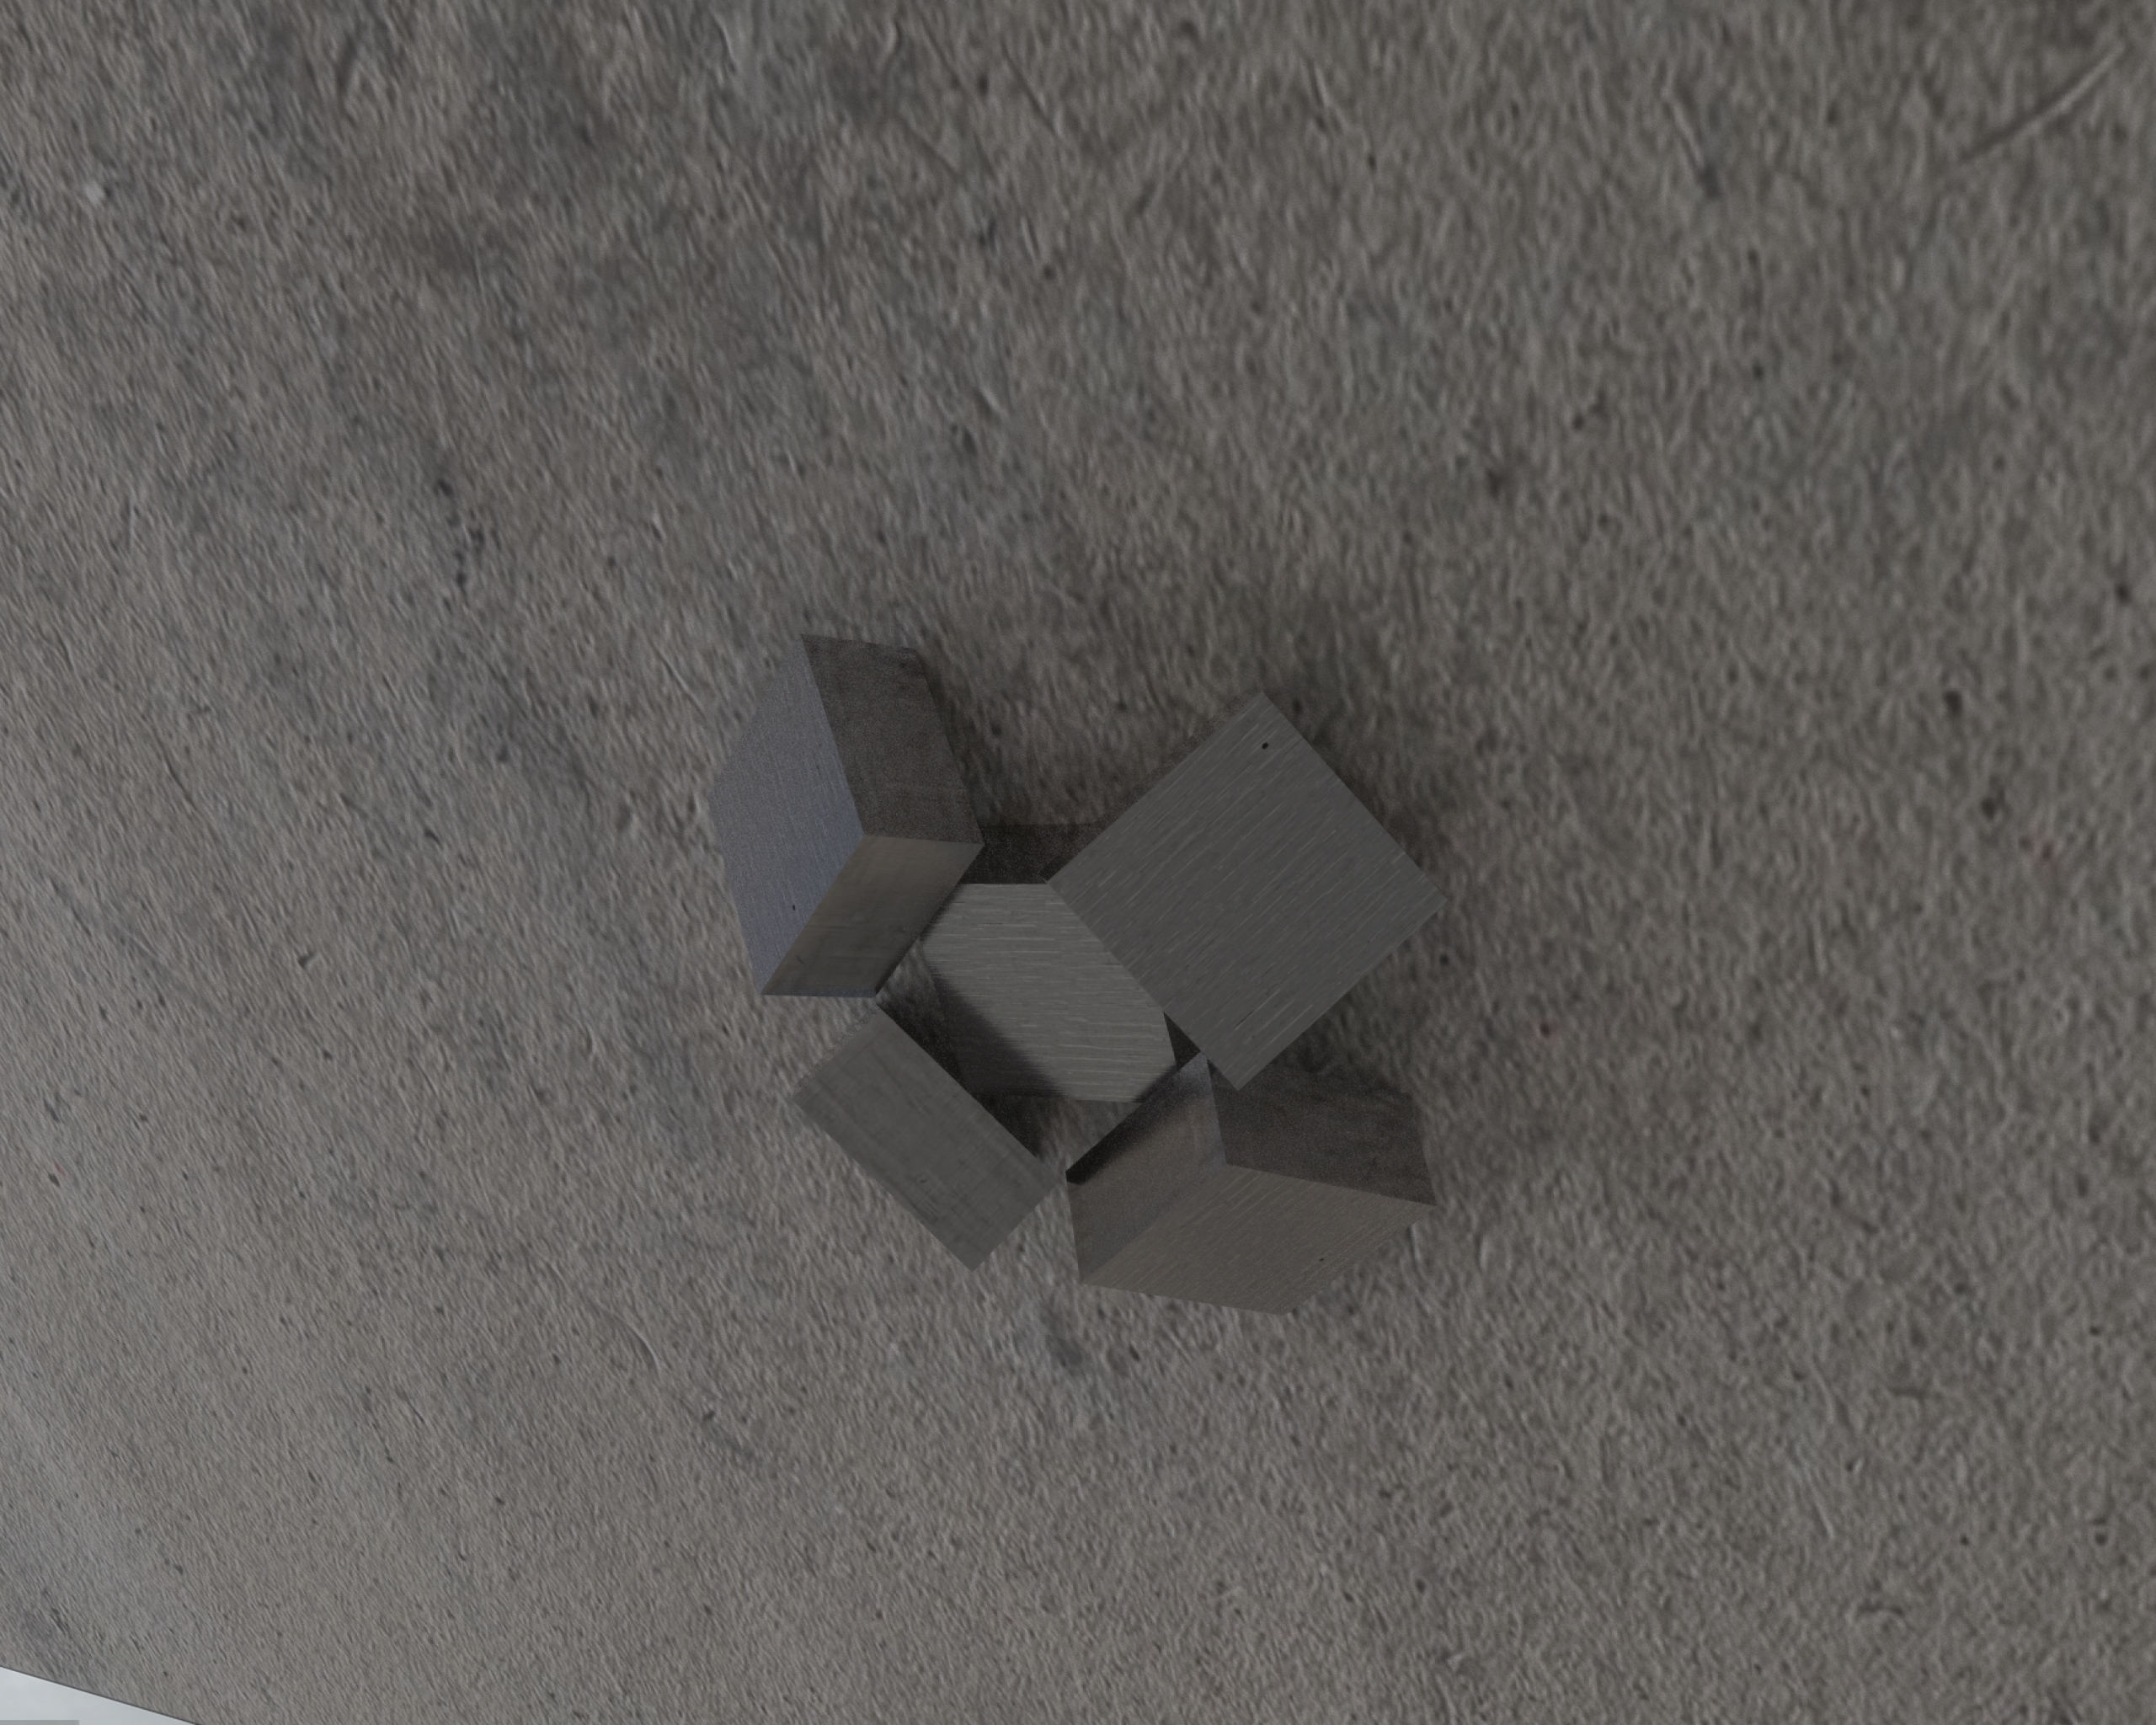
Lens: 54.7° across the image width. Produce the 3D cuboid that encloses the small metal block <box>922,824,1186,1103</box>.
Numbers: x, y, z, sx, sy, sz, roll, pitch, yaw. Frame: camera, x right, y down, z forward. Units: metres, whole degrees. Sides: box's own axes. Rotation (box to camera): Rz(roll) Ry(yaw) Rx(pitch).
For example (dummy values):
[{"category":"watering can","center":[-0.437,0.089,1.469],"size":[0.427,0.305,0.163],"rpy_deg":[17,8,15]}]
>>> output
[{"category":"small metal block","center":[-0.001,0.020,0.420],"size":[0.050,0.025,0.050],"rpy_deg":[0,118,28]}]

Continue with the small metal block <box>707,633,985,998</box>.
[{"category":"small metal block","center":[-0.047,-0.008,0.409],"size":[0.050,0.025,0.050],"rpy_deg":[-53,46,39]}]

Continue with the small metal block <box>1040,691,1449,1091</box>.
[{"category":"small metal block","center":[0.029,0.004,0.377],"size":[0.050,0.025,0.050],"rpy_deg":[-42,96,-2]}]

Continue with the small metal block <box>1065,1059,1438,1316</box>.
[{"category":"small metal block","center":[0.033,0.065,0.413],"size":[0.050,0.025,0.050],"rpy_deg":[16,137,-29]}]

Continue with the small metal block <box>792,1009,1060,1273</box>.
[{"category":"small metal block","center":[-0.033,0.057,0.442],"size":[0.050,0.025,0.050],"rpy_deg":[44,173,-3]}]
